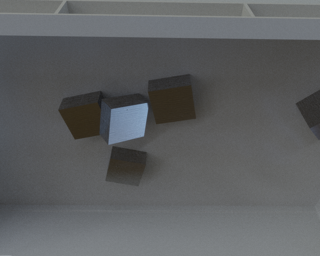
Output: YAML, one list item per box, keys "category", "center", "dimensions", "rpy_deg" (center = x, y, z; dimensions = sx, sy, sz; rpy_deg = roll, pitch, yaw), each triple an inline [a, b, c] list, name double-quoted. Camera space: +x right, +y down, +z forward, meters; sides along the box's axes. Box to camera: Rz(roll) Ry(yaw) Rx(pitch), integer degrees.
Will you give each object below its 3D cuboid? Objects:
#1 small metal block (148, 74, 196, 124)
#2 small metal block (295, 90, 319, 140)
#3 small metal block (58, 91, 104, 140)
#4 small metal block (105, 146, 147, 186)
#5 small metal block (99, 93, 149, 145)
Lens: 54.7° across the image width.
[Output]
- category: "small metal block"
  center: [0.015, -0.035, 0.380]
  dimensions: [0.050, 0.025, 0.050]
  rpy_deg: [-8, 130, 6]
- category: "small metal block"
  center: [0.202, -0.021, 0.376]
  dimensions: [0.050, 0.050, 0.025]
  rpy_deg: [-34, 122, 25]
- category: "small metal block"
  center: [-0.092, -0.016, 0.395]
  dimensions: [0.050, 0.025, 0.050]
  rpy_deg: [-10, 130, 8]
- category: "small metal block"
  center: [-0.050, 0.057, 0.457]
  dimensions: [0.050, 0.025, 0.050]
  rpy_deg: [11, 129, -10]
- category: "small metal block"
  center: [-0.044, -0.012, 0.379]
  dimensions: [0.050, 0.025, 0.050]
  rpy_deg: [-13, 129, -33]
